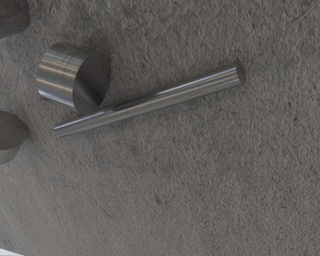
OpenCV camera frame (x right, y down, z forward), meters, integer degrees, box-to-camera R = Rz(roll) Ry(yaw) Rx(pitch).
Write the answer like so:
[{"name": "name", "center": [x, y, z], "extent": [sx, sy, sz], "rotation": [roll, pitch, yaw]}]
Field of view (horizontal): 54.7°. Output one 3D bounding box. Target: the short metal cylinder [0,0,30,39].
[{"name": "short metal cylinder", "center": [-0.223, -0.159, 0.410], "extent": [0.080, 0.050, 0.079], "rotation": [13, 124, 21]}]

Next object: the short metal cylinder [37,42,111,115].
[{"name": "short metal cylinder", "center": [-0.105, -0.062, 0.388], "extent": [0.050, 0.080, 0.079], "rotation": [19, 126, 17]}]

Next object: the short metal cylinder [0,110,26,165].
[{"name": "short metal cylinder", "center": [-0.277, 0.016, 0.527], "extent": [0.080, 0.080, 0.050], "rotation": [43, 129, -1]}]

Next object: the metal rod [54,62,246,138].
[{"name": "metal rod", "center": [-0.036, -0.027, 0.409], "extent": [0.300, 0.025, 0.025], "rotation": [-14, 111, 34]}]
